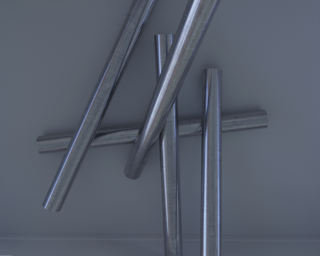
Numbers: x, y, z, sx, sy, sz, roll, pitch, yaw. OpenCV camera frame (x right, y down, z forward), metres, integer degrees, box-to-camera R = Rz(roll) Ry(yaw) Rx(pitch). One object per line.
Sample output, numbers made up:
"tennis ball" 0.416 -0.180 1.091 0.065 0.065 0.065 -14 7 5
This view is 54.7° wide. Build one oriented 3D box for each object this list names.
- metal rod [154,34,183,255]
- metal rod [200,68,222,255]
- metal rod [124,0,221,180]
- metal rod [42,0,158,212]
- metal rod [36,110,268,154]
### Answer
"metal rod" 0.012 0.037 0.393 0.025 0.025 0.298 -2 103 1
"metal rod" 0.062 0.077 0.375 0.025 0.025 0.298 1 85 -1
"metal rod" 0.006 -0.037 0.330 0.025 0.025 0.298 18 134 -7
"metal rod" -0.076 -0.028 0.380 0.025 0.025 0.298 25 101 -9
"metal rod" -0.011 0.005 0.413 0.302 0.025 0.025 -7 110 2
